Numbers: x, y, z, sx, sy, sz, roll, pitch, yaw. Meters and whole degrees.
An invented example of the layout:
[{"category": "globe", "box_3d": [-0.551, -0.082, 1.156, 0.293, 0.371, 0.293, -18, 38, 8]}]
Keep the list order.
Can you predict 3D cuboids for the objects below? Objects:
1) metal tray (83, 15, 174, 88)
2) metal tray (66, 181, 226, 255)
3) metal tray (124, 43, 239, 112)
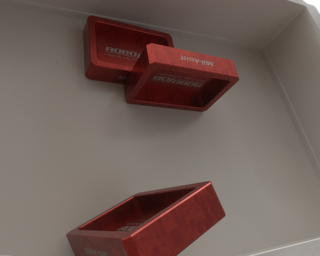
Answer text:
[{"category": "metal tray", "box_3d": [-0.041, -0.106, 0.446, 0.131, 0.030, 0.090, 5, 59, -26]}, {"category": "metal tray", "box_3d": [-0.018, 0.086, 0.275, 0.091, 0.130, 0.030, -24, 89, -37]}, {"category": "metal tray", "box_3d": [0.027, -0.062, 0.418, 0.131, 0.090, 0.030, 4, 60, -26]}]
